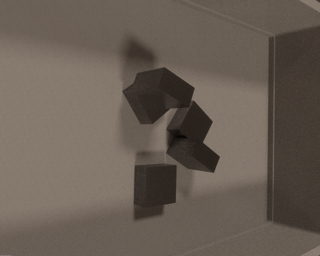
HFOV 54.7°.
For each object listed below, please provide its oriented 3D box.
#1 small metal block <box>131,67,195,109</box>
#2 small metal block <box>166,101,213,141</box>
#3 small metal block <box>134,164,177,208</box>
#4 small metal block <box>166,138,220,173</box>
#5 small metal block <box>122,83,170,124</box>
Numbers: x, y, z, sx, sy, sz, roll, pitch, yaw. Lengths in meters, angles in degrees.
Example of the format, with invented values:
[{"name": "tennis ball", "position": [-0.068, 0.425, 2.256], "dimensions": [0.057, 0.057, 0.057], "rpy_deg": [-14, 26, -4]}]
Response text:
[{"name": "small metal block", "position": [0.003, -0.045, 0.362], "dimensions": [0.050, 0.050, 0.025], "rpy_deg": [28, 73, -37]}, {"name": "small metal block", "position": [0.044, -0.004, 0.446], "dimensions": [0.050, 0.025, 0.050], "rpy_deg": [44, 63, -32]}, {"name": "small metal block", "position": [-0.006, 0.074, 0.404], "dimensions": [0.050, 0.025, 0.050], "rpy_deg": [2, 89, -40]}, {"name": "small metal block", "position": [0.046, 0.038, 0.431], "dimensions": [0.050, 0.050, 0.025], "rpy_deg": [38, 67, -34]}, {"name": "small metal block", "position": [-0.012, -0.039, 0.398], "dimensions": [0.050, 0.025, 0.050], "rpy_deg": [-42, 116, -32]}]
